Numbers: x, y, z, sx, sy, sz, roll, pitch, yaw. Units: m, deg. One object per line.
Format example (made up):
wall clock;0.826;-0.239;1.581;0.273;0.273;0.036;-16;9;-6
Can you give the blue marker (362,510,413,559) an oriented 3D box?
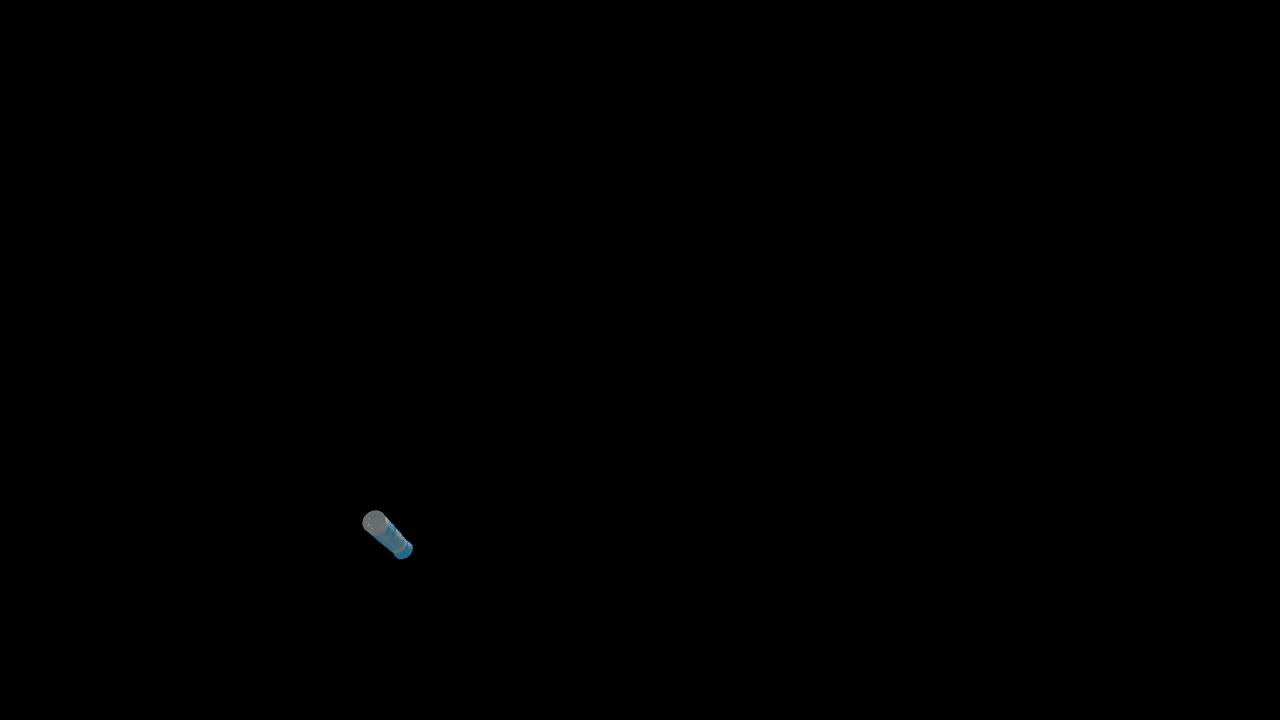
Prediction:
blue marker;-0.236;0.168;0.583;0.020;0.020;0.121;0;-29;-7
